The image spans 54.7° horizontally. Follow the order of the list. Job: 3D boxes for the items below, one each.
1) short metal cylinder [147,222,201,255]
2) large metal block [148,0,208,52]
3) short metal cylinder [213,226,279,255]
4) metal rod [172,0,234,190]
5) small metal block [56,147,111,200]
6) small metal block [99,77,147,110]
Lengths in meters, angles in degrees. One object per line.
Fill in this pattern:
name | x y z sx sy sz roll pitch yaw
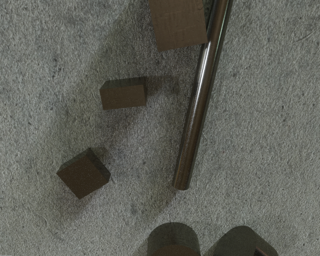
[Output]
short metal cylinder | 0.021 0.191 0.467 0.081 0.050 0.079 0 110 -1
large metal block | 0.015 -0.131 0.332 0.050 0.080 0.079 -10 110 3
short metal cylinder | 0.125 0.192 0.453 0.050 0.080 0.080 42 105 -14
metal rod | 0.055 -0.056 0.389 0.025 0.025 0.298 9 110 -4
small metal block | -0.105 0.064 0.432 0.050 0.025 0.050 -32 108 10
small metal block | -0.043 -0.044 0.380 0.050 0.050 0.025 -6 110 2
